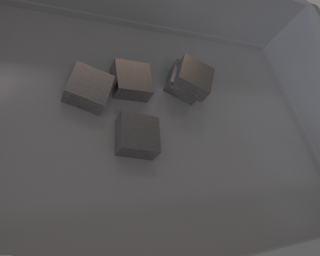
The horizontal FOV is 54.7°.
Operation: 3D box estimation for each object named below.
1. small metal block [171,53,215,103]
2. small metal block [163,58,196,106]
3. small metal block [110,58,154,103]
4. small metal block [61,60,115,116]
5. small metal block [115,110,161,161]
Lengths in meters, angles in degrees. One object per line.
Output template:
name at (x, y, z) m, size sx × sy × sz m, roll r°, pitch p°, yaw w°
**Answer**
small metal block at (0.048, -0.072, 0.443) m, size 0.050 × 0.025 × 0.050 m, roll 25°, pitch 53°, yaw -13°
small metal block at (0.037, -0.069, 0.468) m, size 0.050 × 0.025 × 0.050 m, roll 26°, pitch 53°, yaw -12°
small metal block at (-0.039, -0.065, 0.424) m, size 0.050 × 0.025 × 0.050 m, roll 5°, pitch 60°, yaw -26°
small metal block at (-0.089, -0.049, 0.388) m, size 0.050 × 0.025 × 0.050 m, roll 21°, pitch 54°, yaw -16°
small metal block at (-0.028, 0.010, 0.384) m, size 0.050 × 0.025 × 0.050 m, roll 10°, pitch 57°, yaw -23°
